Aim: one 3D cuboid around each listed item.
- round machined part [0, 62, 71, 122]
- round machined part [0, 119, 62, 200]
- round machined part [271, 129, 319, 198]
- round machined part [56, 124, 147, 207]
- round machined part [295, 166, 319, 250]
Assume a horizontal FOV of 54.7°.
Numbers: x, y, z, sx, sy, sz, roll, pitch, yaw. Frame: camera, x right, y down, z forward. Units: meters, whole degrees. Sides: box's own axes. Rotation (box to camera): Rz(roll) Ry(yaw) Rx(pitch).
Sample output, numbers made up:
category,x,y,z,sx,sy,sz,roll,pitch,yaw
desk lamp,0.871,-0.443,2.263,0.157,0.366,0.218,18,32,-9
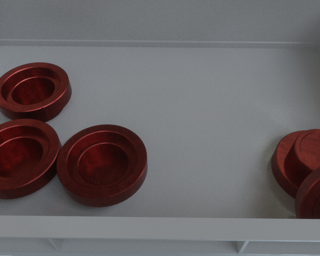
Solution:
category,x,y,z,sx,sy,sz,roll,pitch,yaw
round machined part,-0.172,-0.044,0.430,0.099,0.042,0.098,0,50,0
round machined part,-0.162,0.039,0.360,0.099,0.042,0.098,0,50,0
round machined part,0.186,0.039,0.362,0.099,0.042,0.098,0,50,0
round machined part,-0.063,0.046,0.355,0.099,0.042,0.098,0,50,0
round machined part,0.186,0.077,0.307,0.098,0.097,0.042,9,13,8
